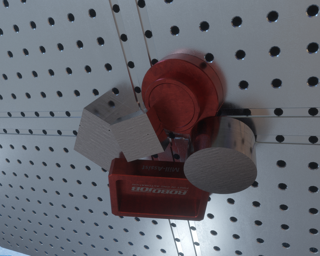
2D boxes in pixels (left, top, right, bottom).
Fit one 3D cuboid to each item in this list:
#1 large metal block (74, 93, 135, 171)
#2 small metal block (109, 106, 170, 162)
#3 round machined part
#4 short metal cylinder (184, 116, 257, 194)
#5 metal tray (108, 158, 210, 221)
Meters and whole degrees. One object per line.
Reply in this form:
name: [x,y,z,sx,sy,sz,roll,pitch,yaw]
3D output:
large metal block: [-0.067,0.011,0.437,0.080,0.050,0.079,31,128,8]
small metal block: [-0.024,0.008,0.368,0.050,0.025,0.050,-18,106,23]
round machined part: [0.021,-0.034,0.368,0.098,0.042,0.097,13,124,21]
short metal cylinder: [0.071,0.033,0.363,0.080,0.050,0.079,7,133,8]
metal tray: [-0.001,0.086,0.425,0.131,0.030,0.089,4,130,0]
